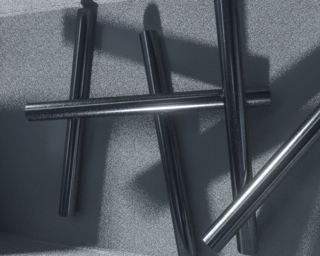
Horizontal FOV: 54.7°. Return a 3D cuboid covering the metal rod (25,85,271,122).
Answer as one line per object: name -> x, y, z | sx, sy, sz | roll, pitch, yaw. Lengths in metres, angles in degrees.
metal rod -> -0.021, -0.029, 0.386 | 0.301, 0.025, 0.025 | -3, 89, 8

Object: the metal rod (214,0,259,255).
metal rod -> 0.088, 0.000, 0.351 | 0.025, 0.025, 0.298 | -4, 99, 20

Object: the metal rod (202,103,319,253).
metal rod -> 0.152, 0.014, 0.331 | 0.025, 0.025, 0.300 | 41, 93, 15

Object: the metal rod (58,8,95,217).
metal rod -> -0.122, -0.021, 0.453 | 0.025, 0.025, 0.298 | 7, 92, 20

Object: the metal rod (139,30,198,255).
metal rod -> 0.010, 0.020, 0.406 | 0.025, 0.025, 0.298 | -11, 86, 19
